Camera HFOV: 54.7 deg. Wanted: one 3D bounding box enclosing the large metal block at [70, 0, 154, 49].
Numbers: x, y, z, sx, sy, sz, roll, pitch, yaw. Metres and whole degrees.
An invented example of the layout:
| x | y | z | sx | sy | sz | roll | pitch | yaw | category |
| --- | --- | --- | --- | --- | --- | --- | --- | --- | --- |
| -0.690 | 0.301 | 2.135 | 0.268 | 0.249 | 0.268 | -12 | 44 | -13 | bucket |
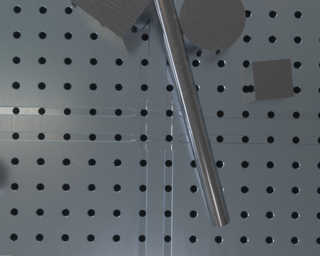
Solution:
| x | y | z | sx | sy | sz | roll | pitch | yaw | category |
| --- | --- | --- | --- | --- | --- | --- | --- | --- | --- |
| -0.054 | -0.164 | 0.400 | 0.080 | 0.050 | 0.080 | 37 | 90 | 0 | large metal block |

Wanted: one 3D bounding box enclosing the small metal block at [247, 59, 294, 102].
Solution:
| x | y | z | sx | sy | sz | roll | pitch | yaw | category |
| --- | --- | --- | --- | --- | --- | --- | --- | --- | --- |
| 0.147 | -0.063 | 0.415 | 0.050 | 0.025 | 0.050 | -6 | 90 | 0 | small metal block |

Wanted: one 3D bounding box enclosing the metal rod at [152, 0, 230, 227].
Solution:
| x | y | z | sx | sy | sz | roll | pitch | yaw | category |
| --- | --- | --- | --- | --- | --- | --- | --- | --- | --- |
| 0.042 | -0.016 | 0.393 | 0.025 | 0.025 | 0.298 | -16 | 98 | 0 | metal rod |

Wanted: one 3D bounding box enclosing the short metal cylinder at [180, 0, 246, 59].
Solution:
| x | y | z | sx | sy | sz | roll | pitch | yaw | category |
| --- | --- | --- | --- | --- | --- | --- | --- | --- | --- |
| 0.064 | -0.134 | 0.401 | 0.081 | 0.050 | 0.079 | 0 | 90 | 0 | short metal cylinder |
